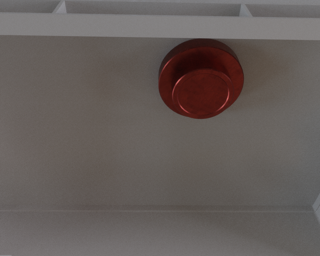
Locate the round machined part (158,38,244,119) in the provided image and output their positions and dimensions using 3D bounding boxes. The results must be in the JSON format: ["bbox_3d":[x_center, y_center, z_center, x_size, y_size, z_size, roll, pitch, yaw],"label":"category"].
[{"bbox_3d":[0.048,-0.049,0.357,0.099,0.042,0.097,-1,130,0],"label":"round machined part"}]
